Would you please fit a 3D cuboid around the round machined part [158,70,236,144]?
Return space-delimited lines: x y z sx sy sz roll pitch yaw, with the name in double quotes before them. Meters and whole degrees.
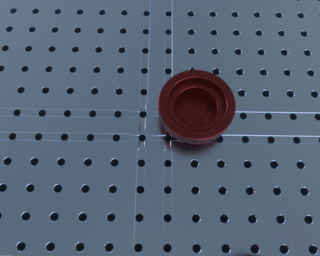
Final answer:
"round machined part" 0.047 -0.025 0.412 0.099 0.042 0.098 0 70 -1
